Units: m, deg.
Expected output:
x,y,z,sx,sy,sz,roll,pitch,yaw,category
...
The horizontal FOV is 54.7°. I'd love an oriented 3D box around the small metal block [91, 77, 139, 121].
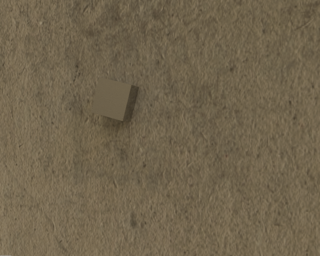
x,y,z,sx,sy,sz,roll,pitch,yaw,category
-0.062,-0.040,0.430,0.050,0.025,0.050,16,95,19,small metal block
